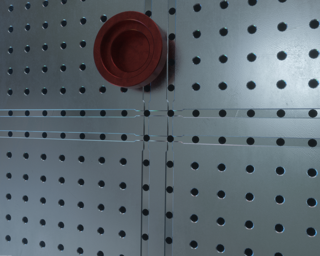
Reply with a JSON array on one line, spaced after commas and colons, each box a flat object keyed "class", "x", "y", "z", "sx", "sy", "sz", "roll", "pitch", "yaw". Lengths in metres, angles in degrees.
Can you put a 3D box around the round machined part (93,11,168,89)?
[{"class": "round machined part", "x": -0.036, "y": -0.101, "z": 0.417, "sx": 0.098, "sy": 0.042, "sz": 0.097, "roll": 0, "pitch": 90, "yaw": 20}]
